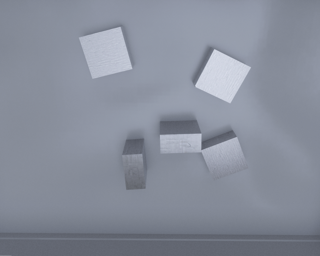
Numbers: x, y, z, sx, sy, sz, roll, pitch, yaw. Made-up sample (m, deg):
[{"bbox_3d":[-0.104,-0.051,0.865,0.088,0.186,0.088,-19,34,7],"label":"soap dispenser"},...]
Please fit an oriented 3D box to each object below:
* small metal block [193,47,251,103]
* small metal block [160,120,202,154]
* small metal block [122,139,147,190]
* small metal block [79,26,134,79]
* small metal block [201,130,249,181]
[{"bbox_3d":[0.076,-0.066,0.387,0.050,0.025,0.050,24,108,-9],"label":"small metal block"},{"bbox_3d":[0.025,0.010,0.402,0.050,0.050,0.025,-2,110,0],"label":"small metal block"},{"bbox_3d":[-0.033,0.047,0.415,0.025,0.050,0.050,-4,110,1],"label":"small metal block"},{"bbox_3d":[-0.064,-0.092,0.377,0.050,0.025,0.050,-13,110,4],"label":"small metal block"},{"bbox_3d":[0.087,0.038,0.426,0.050,0.025,0.050,-22,109,7],"label":"small metal block"}]
